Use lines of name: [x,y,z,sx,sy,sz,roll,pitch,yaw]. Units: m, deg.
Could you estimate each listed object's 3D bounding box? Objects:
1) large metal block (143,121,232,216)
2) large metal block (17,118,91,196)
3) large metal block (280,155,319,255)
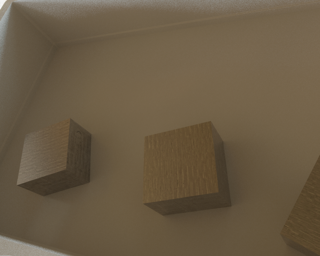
large metal block: [0.029,0.047,0.346,0.080,0.050,0.080,-14,56,20]
large metal block: [-0.147,0.043,0.441,0.080,0.050,0.080,-19,54,17]
large metal block: [0.160,0.078,0.258,0.080,0.050,0.080,24,74,36]
